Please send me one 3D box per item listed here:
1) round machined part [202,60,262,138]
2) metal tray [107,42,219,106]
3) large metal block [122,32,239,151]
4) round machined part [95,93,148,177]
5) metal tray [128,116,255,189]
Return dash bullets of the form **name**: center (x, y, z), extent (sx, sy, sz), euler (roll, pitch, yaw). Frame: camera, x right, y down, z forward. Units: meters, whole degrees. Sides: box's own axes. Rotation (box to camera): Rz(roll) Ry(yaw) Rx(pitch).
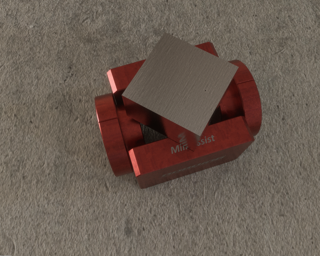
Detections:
- **round machined part**: center (0.083, -0.032, 0.383), extent (0.042, 0.098, 0.098), euler (-15, 71, -5)
- **metal tray**: center (0.005, -0.057, 0.397), extent (0.131, 0.090, 0.030), euler (-17, 71, -7)
- **large metal block**: center (0.020, -0.036, 0.311), extent (0.080, 0.050, 0.080), euler (28, 72, 9)
- **round machined part**: center (-0.043, 0.005, 0.368), extent (0.042, 0.098, 0.098), euler (-15, 71, -5)
- **metal tray**: center (0.034, 0.032, 0.362), extent (0.131, 0.090, 0.030), euler (-17, 71, -6)
